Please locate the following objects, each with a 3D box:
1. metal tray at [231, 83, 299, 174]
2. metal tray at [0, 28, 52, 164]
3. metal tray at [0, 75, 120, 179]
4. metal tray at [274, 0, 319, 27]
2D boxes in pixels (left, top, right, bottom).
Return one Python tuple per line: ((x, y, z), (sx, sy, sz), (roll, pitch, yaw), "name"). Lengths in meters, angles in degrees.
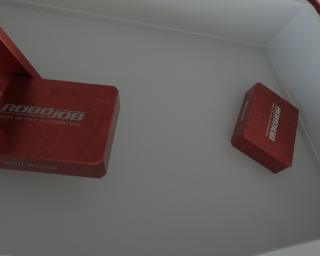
((0.172, -0.004, 0.497), (0.090, 0.030, 0.130), (33, 51, -7), "metal tray")
((-0.153, -0.034, 0.283), (0.030, 0.130, 0.090), (-3, 55, 16), "metal tray")
((-0.111, -0.004, 0.299), (0.131, 0.030, 0.090), (6, 56, 0), "metal tray")
((0.359, -0.304, 0.782), (0.131, 0.030, 0.090), (-18, 71, -35), "metal tray")
